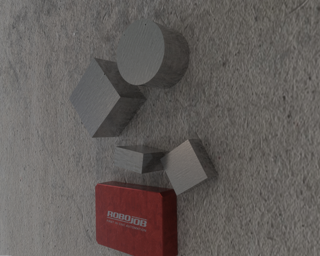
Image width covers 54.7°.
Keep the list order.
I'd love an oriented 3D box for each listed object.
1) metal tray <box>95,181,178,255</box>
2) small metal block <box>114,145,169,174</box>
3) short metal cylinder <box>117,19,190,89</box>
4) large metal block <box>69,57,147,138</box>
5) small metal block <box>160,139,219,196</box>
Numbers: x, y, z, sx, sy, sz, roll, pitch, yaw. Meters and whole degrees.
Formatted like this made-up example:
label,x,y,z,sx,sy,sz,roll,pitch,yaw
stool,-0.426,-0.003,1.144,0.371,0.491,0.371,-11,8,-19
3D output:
label,x,y,z,sx,sy,sz,roll,pitch,yaw
metal tray,-0.037,0.126,0.432,0.130,0.030,0.089,-2,89,40
small metal block,-0.024,0.040,0.409,0.050,0.050,0.025,10,97,39
short metal cylinder,-0.009,-0.092,0.397,0.080,0.050,0.079,0,90,40
large metal block,-0.078,-0.043,0.453,0.080,0.050,0.080,-50,61,28
small metal block,0.035,0.047,0.376,0.050,0.025,0.050,-39,67,33
